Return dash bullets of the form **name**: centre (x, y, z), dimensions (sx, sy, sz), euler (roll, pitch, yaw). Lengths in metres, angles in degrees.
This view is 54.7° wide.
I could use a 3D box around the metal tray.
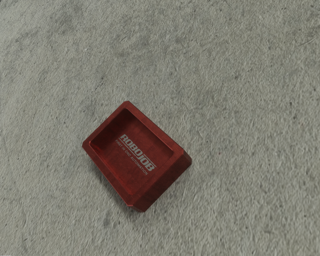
- **metal tray**: centre (-0.034, 0.031, 0.399), dimensions (0.090, 0.030, 0.130), euler (-45, 51, -4)
